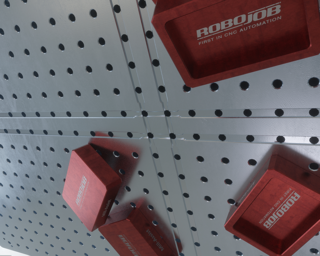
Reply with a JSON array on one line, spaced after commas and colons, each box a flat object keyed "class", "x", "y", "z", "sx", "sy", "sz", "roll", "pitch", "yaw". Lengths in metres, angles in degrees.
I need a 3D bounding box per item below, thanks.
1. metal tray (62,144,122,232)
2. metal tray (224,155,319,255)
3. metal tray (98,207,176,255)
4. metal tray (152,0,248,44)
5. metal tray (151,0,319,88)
[{"class": "metal tray", "x": -0.117, "y": 0.101, "z": 0.516, "sx": 0.090, "sy": 0.030, "sz": 0.129, "roll": 43, "pitch": 132, "yaw": 22}, {"class": "metal tray", "x": 0.150, "y": 0.106, "z": 0.393, "sx": 0.090, "sy": 0.030, "sz": 0.129, "roll": 29, "pitch": 128, "yaw": 9}, {"class": "metal tray", "x": -0.040, "y": 0.209, "z": 0.559, "sx": 0.090, "sy": 0.030, "sz": 0.130, "roll": -28, "pitch": 103, "yaw": 37}, {"class": "metal tray", "x": 0.024, "y": -0.159, "z": 0.297, "sx": 0.090, "sy": 0.030, "sz": 0.130, "roll": -31, "pitch": 102, "yaw": 38}, {"class": "metal tray", "x": 0.070, "y": -0.092, "z": 0.280, "sx": 0.130, "sy": 0.030, "sz": 0.090, "roll": -12, "pitch": 136, "yaw": 24}]
